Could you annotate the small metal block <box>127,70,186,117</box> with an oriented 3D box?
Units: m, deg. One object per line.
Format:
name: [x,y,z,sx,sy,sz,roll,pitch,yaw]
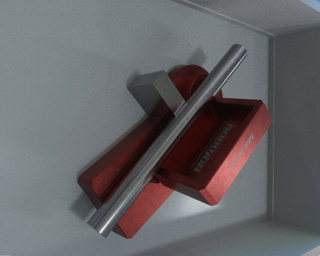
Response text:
small metal block: [-0.005,-0.041,0.386,0.025,0.050,0.050,-52,121,-27]

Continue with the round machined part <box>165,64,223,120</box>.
round machined part: [0.052,-0.041,0.439,0.099,0.042,0.097,0,90,-40]

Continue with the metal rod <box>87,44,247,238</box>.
metal rod: [0.023,-0.002,0.375,0.301,0.025,0.025,-50,120,-24]

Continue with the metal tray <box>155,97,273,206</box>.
metal tray: [0.060,0.020,0.366,0.130,0.090,0.030,-50,123,-21]

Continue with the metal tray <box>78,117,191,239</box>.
metal tray: [-0.024,0.057,0.384,0.131,0.030,0.090,-42,116,-32]
